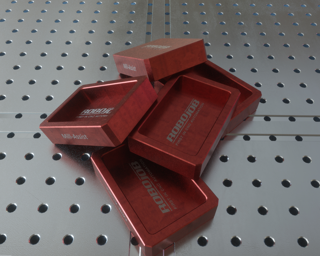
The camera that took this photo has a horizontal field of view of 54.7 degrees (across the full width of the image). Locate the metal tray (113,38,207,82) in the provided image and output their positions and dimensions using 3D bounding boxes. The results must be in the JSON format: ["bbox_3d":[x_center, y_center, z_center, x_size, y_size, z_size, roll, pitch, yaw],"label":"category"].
[{"bbox_3d":[-0.004,-0.103,0.452,0.091,0.030,0.130,-24,24,-20],"label":"metal tray"}]

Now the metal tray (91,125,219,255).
[{"bbox_3d":[-0.009,0.063,0.351,0.091,0.030,0.130,-26,55,-21],"label":"metal tray"}]

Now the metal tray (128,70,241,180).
[{"bbox_3d":[0.032,-0.011,0.375,0.090,0.030,0.130,23,53,17],"label":"metal tray"}]

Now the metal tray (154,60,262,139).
[{"bbox_3d":[0.066,-0.052,0.448,0.091,0.030,0.130,-36,59,-27],"label":"metal tray"}]

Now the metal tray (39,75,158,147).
[{"bbox_3d":[-0.077,-0.021,0.381,0.130,0.030,0.090,0,42,40],"label":"metal tray"}]
